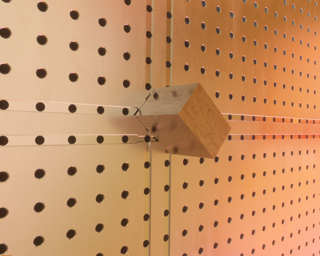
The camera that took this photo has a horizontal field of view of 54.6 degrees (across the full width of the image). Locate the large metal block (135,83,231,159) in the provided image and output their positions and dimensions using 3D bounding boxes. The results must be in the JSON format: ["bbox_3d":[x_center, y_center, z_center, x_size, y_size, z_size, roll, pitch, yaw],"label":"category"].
[{"bbox_3d":[0.030,-0.008,0.397,0.080,0.080,0.050,49,61,-29],"label":"large metal block"}]
